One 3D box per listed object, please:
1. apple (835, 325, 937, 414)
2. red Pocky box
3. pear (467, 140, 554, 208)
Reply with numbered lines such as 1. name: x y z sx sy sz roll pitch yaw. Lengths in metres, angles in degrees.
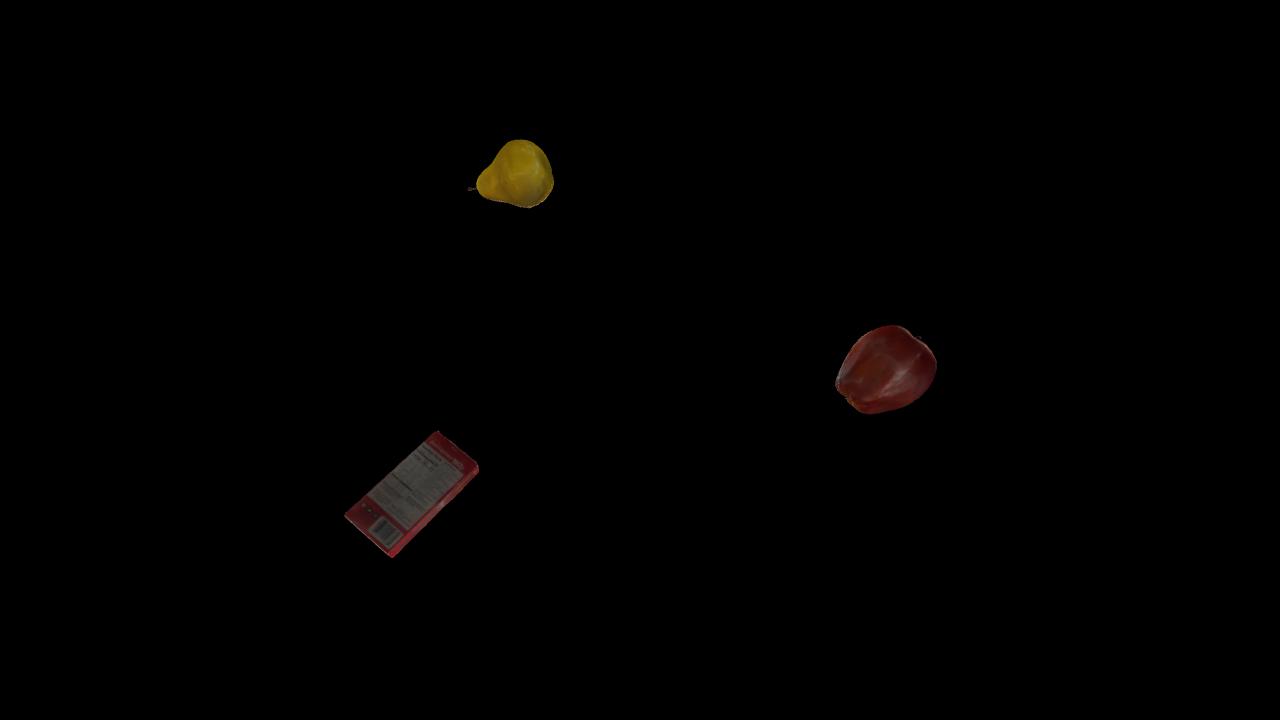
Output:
1. apple: 0.238 0.010 0.596 0.093 0.079 0.079 -41 -4 5
2. red Pocky box: -0.294 0.173 0.805 0.083 0.155 0.028 34 -31 17
3. pear: -0.163 -0.216 0.743 0.111 0.080 0.080 -20 -5 14
